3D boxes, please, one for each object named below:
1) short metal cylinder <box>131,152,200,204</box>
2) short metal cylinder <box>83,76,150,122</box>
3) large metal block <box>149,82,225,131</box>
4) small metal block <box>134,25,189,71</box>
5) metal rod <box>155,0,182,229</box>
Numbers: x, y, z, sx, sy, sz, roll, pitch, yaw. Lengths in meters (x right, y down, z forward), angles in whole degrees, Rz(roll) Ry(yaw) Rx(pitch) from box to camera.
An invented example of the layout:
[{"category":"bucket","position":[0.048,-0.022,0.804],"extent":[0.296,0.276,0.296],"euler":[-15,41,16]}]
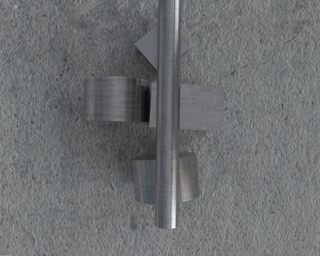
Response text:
[{"category":"short metal cylinder","position":[0.007,0.059,0.383],"extent":[0.081,0.080,0.050],"euler":[-5,90,0]},{"category":"short metal cylinder","position":[-0.053,-0.033,0.382],"extent":[0.081,0.080,0.050],"euler":[1,90,0]},{"category":"large metal block","position":[0.030,-0.024,0.383],"extent":[0.081,0.080,0.050],"euler":[3,90,0]},{"category":"small metal block","position":[0.002,-0.105,0.410],"extent":[0.050,0.025,0.050],"euler":[-41,90,0]},{"category":"metal rod","position":[0.009,-0.046,0.329],"extent":[0.025,0.025,0.298],"euler":[1,90,0]}]
